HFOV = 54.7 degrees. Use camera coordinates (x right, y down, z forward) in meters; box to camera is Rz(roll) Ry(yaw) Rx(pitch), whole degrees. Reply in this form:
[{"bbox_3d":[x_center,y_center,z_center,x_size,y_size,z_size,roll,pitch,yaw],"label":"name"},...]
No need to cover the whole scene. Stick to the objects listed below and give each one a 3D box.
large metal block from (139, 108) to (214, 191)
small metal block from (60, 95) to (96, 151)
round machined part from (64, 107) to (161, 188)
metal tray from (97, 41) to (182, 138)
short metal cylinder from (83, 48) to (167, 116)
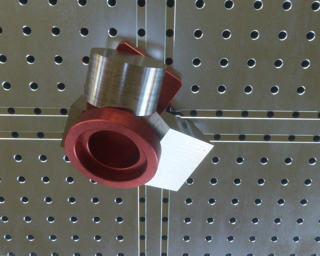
[{"bbox_3d":[0.006,0.028,0.391,0.080,0.050,0.080,21,112,-41],"label":"large metal block"},{"bbox_3d":[-0.092,-0.006,0.363,0.025,0.050,0.050,18,109,-7],"label":"small metal block"},{"bbox_3d":[-0.047,0.017,0.330,0.098,0.042,0.097,7,131,8],"label":"round machined part"},{"bbox_3d":[-0.045,-0.033,0.398,0.090,0.030,0.129,33,106,-12],"label":"metal tray"},{"bbox_3d":[-0.037,-0.051,0.332,0.081,0.080,0.050,13,110,-5],"label":"short metal cylinder"}]
